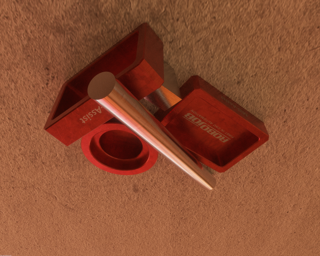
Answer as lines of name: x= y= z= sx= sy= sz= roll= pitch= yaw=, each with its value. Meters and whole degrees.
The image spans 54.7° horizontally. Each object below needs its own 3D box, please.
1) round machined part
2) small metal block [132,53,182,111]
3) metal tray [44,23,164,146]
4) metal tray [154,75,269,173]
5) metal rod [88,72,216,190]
round machined part: x=-0.049 y=0.015 z=0.405 sx=0.099 sy=0.042 sz=0.097 roll=4 pitch=134 yaw=4
small metal block: x=-0.006 y=-0.054 z=0.340 sx=0.025 sy=0.050 sz=0.050 roll=-34 pitch=137 yaw=28
metal tray: x=-0.057 y=-0.046 z=0.325 sx=0.130 sy=0.090 sz=0.030 roll=-30 pitch=124 yaw=22
metal tray: x=0.065 y=0.000 z=0.407 sx=0.131 sy=0.030 sz=0.090 roll=31 pitch=124 yaw=-24
metal rod: x=0.016 y=0.026 z=0.361 sx=0.025 sy=0.025 sz=0.300 roll=-21 pitch=149 yaw=16
